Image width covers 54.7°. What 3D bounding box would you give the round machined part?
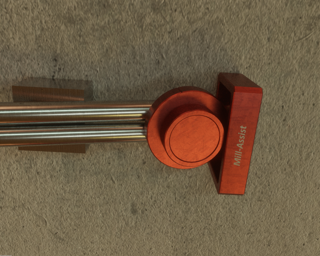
[{"bbox_3d":[0.034,0.005,0.352,0.099,0.042,0.097,-4,113,-10],"label":"round machined part"}]

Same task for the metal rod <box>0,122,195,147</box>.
[{"bbox_3d":[-0.067,0.006,0.364,0.302,0.025,0.025,-2,111,-14],"label":"metal rod"}]

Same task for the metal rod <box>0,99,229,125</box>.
[{"bbox_3d":[-0.065,-0.019,0.355,0.302,0.025,0.025,-2,111,-13],"label":"metal rod"}]

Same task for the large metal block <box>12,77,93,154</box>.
[{"bbox_3d":[-0.129,-0.017,0.386,0.081,0.050,0.079,3,110,-2],"label":"large metal block"}]

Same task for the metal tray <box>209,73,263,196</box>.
[{"bbox_3d":[0.087,0.004,0.379,0.030,0.090,0.129,3,110,-2],"label":"metal tray"}]
